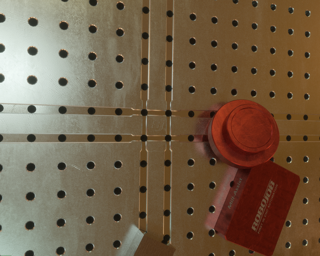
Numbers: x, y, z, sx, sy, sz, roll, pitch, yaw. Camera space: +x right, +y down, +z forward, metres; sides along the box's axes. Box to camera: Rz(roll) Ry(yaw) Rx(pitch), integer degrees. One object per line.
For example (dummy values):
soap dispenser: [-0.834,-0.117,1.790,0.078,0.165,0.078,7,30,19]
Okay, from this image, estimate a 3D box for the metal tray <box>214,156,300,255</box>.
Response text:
metal tray: [0.147,0.114,0.464,0.090,0.030,0.130,27,81,-18]

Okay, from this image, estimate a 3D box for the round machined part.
round machined part: [0.120,0.005,0.430,0.099,0.042,0.098,2,73,-6]

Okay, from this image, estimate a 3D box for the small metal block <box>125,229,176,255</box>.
small metal block: [-0.015,0.169,0.407,0.050,0.025,0.050,31,80,-18]
